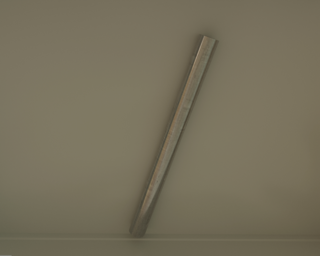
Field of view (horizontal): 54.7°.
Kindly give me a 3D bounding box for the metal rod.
[{"bbox_3d":[0.012,0.024,0.420,0.025,0.025,0.298,17,109,-7],"label":"metal rod"}]
